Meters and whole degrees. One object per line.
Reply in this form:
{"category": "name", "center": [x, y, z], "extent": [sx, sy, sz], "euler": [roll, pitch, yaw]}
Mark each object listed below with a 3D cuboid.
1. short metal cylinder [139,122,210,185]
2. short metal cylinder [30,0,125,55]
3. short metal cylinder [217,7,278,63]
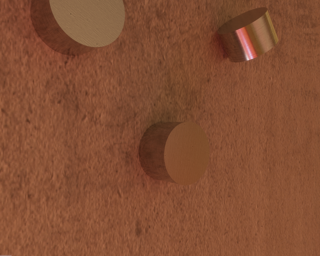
{"category": "short metal cylinder", "center": [0.019, 0.032, 0.407], "extent": [0.081, 0.050, 0.079], "euler": [0, 90, -40]}
{"category": "short metal cylinder", "center": [-0.084, -0.119, 0.319], "extent": [0.081, 0.050, 0.079], "euler": [0, 90, -40]}
{"category": "short metal cylinder", "center": [0.137, -0.146, 0.487], "extent": [0.080, 0.080, 0.050], "euler": [-46, 118, -30]}
